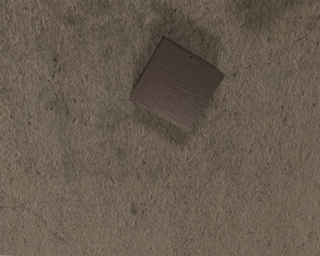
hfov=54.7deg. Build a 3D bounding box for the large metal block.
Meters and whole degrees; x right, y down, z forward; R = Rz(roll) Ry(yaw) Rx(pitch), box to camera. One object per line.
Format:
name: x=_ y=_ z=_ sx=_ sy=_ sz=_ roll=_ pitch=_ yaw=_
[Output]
large metal block: x=0.019 y=-0.055 z=0.377 sx=0.080 sy=0.050 sz=0.080 roll=29 pitch=107 yaw=-11
